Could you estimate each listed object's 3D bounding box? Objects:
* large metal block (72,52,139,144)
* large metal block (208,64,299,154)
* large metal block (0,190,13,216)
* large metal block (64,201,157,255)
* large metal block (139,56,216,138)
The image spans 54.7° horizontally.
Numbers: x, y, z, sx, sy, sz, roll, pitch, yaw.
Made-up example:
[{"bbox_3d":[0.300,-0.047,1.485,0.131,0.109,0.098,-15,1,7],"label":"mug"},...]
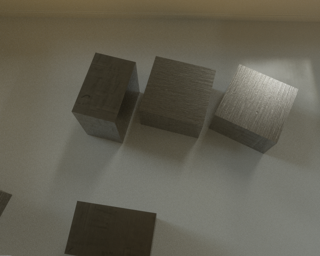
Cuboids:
[{"bbox_3d":[-0.064,-0.035,0.392,0.050,0.080,0.080,15,71,5],"label":"large metal block"},{"bbox_3d":[0.121,-0.024,0.407,0.080,0.050,0.080,26,72,8],"label":"large metal block"},{"bbox_3d":[-0.224,0.097,0.342,0.050,0.080,0.080,20,71,7],"label":"large metal block"},{"bbox_3d":[-0.047,0.115,0.338,0.080,0.080,0.050,8,70,3],"label":"large metal block"},{"bbox_3d":[0.023,-0.040,0.411,0.080,0.050,0.080,14,71,5],"label":"large metal block"}]
